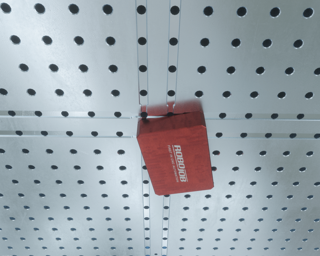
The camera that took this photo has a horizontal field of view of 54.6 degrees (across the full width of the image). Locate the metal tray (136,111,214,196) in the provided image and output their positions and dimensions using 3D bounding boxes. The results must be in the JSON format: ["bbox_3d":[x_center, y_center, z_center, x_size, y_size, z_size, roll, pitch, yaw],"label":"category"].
[{"bbox_3d":[0.025,0.041,0.443,0.090,0.030,0.129,-9,130,7],"label":"metal tray"}]
